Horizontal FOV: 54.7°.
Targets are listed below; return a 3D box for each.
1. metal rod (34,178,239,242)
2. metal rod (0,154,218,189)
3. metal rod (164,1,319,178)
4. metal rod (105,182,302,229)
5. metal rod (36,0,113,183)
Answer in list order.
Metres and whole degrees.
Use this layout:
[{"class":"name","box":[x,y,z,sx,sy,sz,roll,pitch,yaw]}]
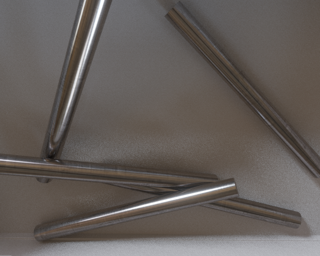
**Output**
[{"class":"metal rod","box":[-0.042,0.118,0.434,0.301,0.025,0.025,-16,110,13]},{"class":"metal rod","box":[-0.067,0.059,0.401,0.302,0.025,0.025,8,111,-16]},{"class":"metal rod","box":[0.120,-0.039,0.397,0.025,0.025,0.300,-43,105,14]},{"class":"metal rod","box":[0.059,0.100,0.448,0.302,0.025,0.025,14,110,-6]},{"class":"metal rod","box":[-0.103,-0.028,0.338,0.025,0.025,0.298,24,132,-9]}]
